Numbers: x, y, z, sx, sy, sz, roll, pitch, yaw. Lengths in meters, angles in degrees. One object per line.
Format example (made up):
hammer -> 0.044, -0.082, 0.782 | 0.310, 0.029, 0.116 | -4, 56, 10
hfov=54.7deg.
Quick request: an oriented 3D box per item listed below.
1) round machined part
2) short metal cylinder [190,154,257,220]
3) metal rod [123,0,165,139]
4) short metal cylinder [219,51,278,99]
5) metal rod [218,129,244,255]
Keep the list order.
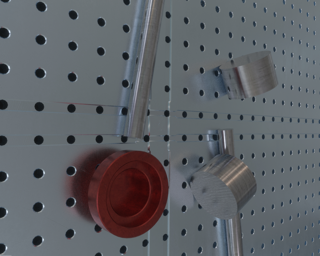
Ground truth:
round machined part -> -0.040, 0.074, 0.364 | 0.099, 0.042, 0.097 | 0, 90, -40
short metal cylinder -> 0.091, 0.084, 0.450 | 0.050, 0.080, 0.080 | -32, 110, -35
metal rod -> -0.011, -0.134, 0.399 | 0.025, 0.025, 0.299 | 14, 81, -39
short metal cylinder -> 0.140, -0.084, 0.490 | 0.081, 0.080, 0.050 | -33, 111, -35
metal rod -> 0.120, 0.150, 0.509 | 0.025, 0.025, 0.298 | -10, 96, -40
